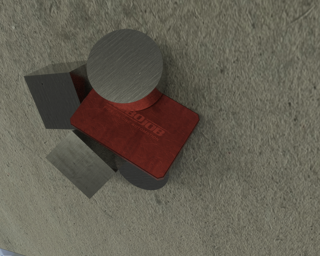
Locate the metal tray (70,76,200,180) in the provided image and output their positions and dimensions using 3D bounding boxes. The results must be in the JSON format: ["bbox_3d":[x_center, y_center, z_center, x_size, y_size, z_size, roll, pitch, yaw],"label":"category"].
[{"bbox_3d":[-0.030,-0.007,0.379,0.130,0.090,0.030,31,168,8],"label":"metal tray"}]

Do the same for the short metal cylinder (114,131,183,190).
[{"bbox_3d":[-0.015,0.038,0.424,0.080,0.050,0.079,13,124,21],"label":"short metal cylinder"}]

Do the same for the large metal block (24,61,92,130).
[{"bbox_3d":[-0.126,-0.045,0.428,0.080,0.050,0.080,1,119,27],"label":"large metal block"}]

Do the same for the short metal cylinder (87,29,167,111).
[{"bbox_3d":[-0.034,-0.062,0.346,0.080,0.050,0.080,-1,84,5],"label":"short metal cylinder"}]

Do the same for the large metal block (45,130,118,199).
[{"bbox_3d":[-0.104,0.046,0.447,0.080,0.080,0.050,44,93,-3],"label":"large metal block"}]
